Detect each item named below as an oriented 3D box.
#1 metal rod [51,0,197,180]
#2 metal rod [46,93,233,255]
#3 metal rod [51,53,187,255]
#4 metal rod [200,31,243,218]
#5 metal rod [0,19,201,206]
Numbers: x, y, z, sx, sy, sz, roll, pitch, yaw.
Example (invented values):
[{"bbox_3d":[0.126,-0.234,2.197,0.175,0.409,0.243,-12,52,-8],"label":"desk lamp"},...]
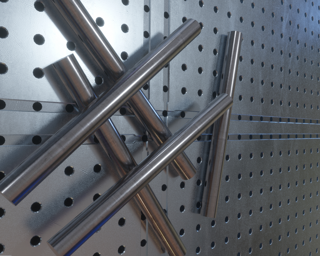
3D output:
[{"bbox_3d":[-0.036,-0.044,0.380,0.025,0.025,0.299,-50,120,-28],"label":"metal rod"},{"bbox_3d":[-0.001,0.038,0.376,0.302,0.025,0.025,-39,114,-33],"label":"metal rod"},{"bbox_3d":[-0.038,0.051,0.378,0.025,0.025,0.299,-42,116,-32],"label":"metal rod"},{"bbox_3d":[0.099,-0.011,0.494,0.025,0.025,0.299,17,79,-39],"label":"metal rod"},{"bbox_3d":[-0.044,-0.038,0.339,0.301,0.025,0.025,-48,119,-30],"label":"metal rod"}]
